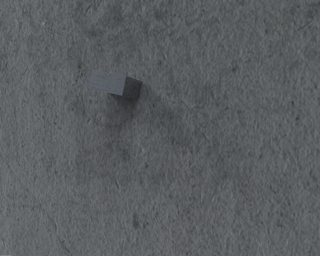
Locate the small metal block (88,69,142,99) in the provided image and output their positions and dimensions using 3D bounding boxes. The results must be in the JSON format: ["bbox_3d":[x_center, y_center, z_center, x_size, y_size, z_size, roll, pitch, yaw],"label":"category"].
[{"bbox_3d":[-0.059,-0.058,0.417,0.050,0.050,0.025,14,95,19],"label":"small metal block"}]
